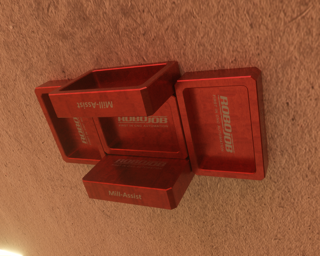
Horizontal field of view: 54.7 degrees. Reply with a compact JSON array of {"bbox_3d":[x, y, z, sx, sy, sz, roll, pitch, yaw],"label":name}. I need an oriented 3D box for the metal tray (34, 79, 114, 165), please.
[{"bbox_3d":[-0.123,-0.007,0.463,0.090,0.030,0.129,0,119,27],"label":"metal tray"}]

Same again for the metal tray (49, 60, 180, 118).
[{"bbox_3d":[-0.051,-0.046,0.363,0.130,0.090,0.030,0,119,27],"label":"metal tray"}]

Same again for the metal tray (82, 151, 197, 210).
[{"bbox_3d":[-0.025,0.060,0.413,0.130,0.090,0.030,1,119,27],"label":"metal tray"}]

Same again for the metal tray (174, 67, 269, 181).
[{"bbox_3d":[0.074,-0.002,0.364,0.090,0.030,0.129,0,119,27],"label":"metal tray"}]

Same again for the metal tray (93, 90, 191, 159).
[{"bbox_3d":[-0.025,-0.007,0.412,0.130,0.030,0.089,1,119,27],"label":"metal tray"}]
